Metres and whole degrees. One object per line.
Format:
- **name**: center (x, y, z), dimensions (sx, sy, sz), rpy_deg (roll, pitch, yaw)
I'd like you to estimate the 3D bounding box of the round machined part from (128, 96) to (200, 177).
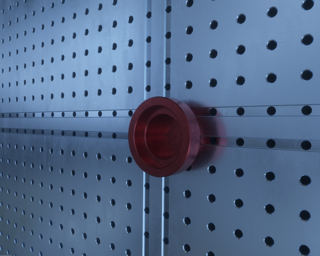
- **round machined part**: center (0.009, 0.010, 0.389), dimensions (0.098, 0.042, 0.097), rpy_deg (0, 90, 39)
